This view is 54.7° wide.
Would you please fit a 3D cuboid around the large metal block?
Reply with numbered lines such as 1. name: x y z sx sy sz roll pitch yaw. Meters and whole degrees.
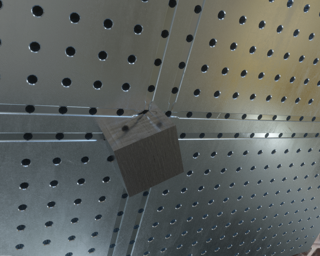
1. large metal block: -0.021 0.031 0.404 0.081 0.050 0.080 -23 127 -15
